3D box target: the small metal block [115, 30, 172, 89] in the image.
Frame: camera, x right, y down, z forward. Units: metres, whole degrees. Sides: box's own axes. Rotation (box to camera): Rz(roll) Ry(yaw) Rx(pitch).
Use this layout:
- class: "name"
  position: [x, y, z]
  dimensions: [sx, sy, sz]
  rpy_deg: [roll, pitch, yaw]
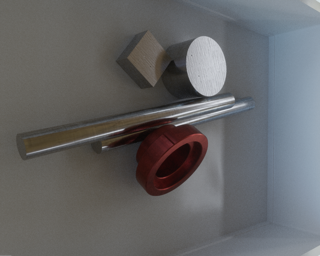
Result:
- class: "small metal block"
  position: [-0.019, -0.086, 0.392]
  dimensions: [0.050, 0.025, 0.050]
  rpy_deg: [46, 62, -31]

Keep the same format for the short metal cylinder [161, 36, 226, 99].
- class: "short metal cylinder"
  position: [0.047, -0.082, 0.432]
  dimensions: [0.081, 0.050, 0.079]
  rpy_deg: [0, 90, -40]

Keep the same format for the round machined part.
- class: "round machined part"
  position: [0.010, 0.034, 0.386]
  dimensions: [0.099, 0.042, 0.097]
  rpy_deg: [-30, 144, -24]

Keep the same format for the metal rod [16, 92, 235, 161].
- class: "metal rod"
  position: [-0.011, -0.012, 0.373]
  dimensions: [0.302, 0.025, 0.025]
  rpy_deg: [-15, 100, -39]

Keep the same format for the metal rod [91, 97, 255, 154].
- class: "metal rod"
  position: [0.042, -0.013, 0.443]
  dimensions: [0.302, 0.025, 0.025]
  rpy_deg: [-15, 100, -39]
